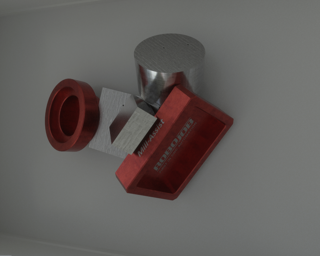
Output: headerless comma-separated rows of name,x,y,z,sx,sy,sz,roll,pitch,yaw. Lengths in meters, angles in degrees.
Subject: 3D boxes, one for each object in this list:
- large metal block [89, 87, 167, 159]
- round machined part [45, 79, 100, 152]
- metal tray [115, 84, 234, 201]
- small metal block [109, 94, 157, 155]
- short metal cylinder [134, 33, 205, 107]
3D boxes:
large metal block,-0.037,-0.003,0.408,0.080,0.050,0.079,16,95,19
round machined part,-0.114,-0.016,0.426,0.098,0.042,0.097,-6,81,42
metal tray,0.019,0.023,0.366,0.129,0.090,0.030,-55,47,11
small metal block,-0.032,-0.006,0.351,0.025,0.050,0.050,31,103,-22
short metal cylinder,0.012,-0.069,0.368,0.080,0.080,0.050,17,140,19
